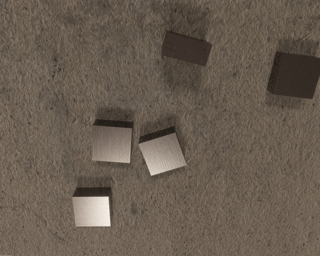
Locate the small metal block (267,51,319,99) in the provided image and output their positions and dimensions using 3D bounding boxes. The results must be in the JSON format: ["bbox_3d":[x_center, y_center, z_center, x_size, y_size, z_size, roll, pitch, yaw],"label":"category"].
[{"bbox_3d":[0.168,-0.066,0.388,0.050,0.025,0.050,6,110,-3],"label":"small metal block"}]

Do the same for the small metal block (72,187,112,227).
[{"bbox_3d":[-0.097,0.115,0.451,0.050,0.025,0.050,0,110,-1],"label":"small metal block"}]

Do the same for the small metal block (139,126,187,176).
[{"bbox_3d":[0.004,0.031,0.421,0.050,0.025,0.050,-18,109,6],"label":"small metal block"}]

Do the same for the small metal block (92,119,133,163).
[{"bbox_3d":[-0.063,0.017,0.415,0.050,0.025,0.050,4,110,-2],"label":"small metal block"}]

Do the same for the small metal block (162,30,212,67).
[{"bbox_3d":[0.030,-0.094,0.362,0.050,0.050,0.025,14,110,-6],"label":"small metal block"}]
